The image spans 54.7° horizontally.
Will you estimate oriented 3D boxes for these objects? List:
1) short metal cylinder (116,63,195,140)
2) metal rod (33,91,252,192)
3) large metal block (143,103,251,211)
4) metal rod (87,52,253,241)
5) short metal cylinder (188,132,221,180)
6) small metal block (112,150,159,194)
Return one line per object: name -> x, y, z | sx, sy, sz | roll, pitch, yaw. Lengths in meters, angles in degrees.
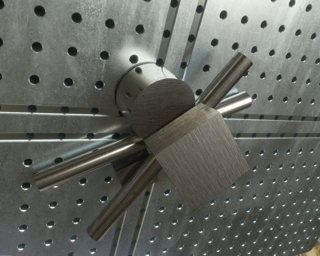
short metal cylinder -> -0.006, -0.030, 0.369 | 0.081, 0.050, 0.079 | -14, 124, -21
metal rod -> -0.010, 0.011, 0.408 | 0.302, 0.025, 0.025 | -21, 127, -16
large metal block -> 0.041, 0.030, 0.350 | 0.080, 0.050, 0.080 | -34, 112, -5
metal rod -> 0.008, 0.028, 0.397 | 0.299, 0.025, 0.025 | -50, 129, 7
short metal cylinder -> 0.056, 0.047, 0.431 | 0.050, 0.080, 0.080 | -37, 129, -3
small metal block -> -0.034, 0.059, 0.425 | 0.050, 0.025, 0.050 | -25, 128, -13
